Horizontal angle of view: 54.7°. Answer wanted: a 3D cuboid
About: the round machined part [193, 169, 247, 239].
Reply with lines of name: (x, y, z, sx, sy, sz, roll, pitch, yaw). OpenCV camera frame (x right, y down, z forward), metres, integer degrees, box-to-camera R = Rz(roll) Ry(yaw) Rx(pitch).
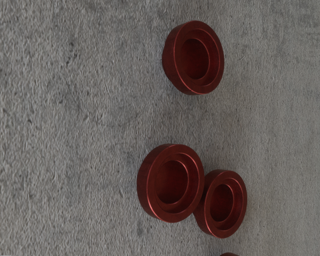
round machined part: (0.084, 0.110, 0.464, 0.099, 0.042, 0.097, 0, 90, -40)

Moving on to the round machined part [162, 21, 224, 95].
round machined part: (0.041, -0.094, 0.428, 0.099, 0.042, 0.097, 0, 90, -40)

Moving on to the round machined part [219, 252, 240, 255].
round machined part: (0.097, 0.241, 0.475, 0.099, 0.042, 0.097, 0, 90, -40)

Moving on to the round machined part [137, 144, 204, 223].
round machined part: (0.009, 0.069, 0.401, 0.099, 0.042, 0.097, 0, 90, -40)
